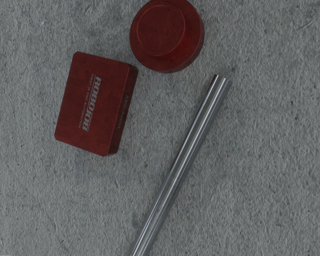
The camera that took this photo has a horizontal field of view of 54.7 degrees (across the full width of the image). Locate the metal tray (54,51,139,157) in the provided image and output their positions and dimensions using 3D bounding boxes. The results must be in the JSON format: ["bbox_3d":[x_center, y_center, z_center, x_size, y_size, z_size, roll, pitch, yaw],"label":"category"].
[{"bbox_3d":[-0.091,-0.034,0.438,0.090,0.030,0.129,17,96,19],"label":"metal tray"}]

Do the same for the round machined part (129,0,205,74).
[{"bbox_3d":[0.005,-0.122,0.398,0.098,0.042,0.097,0,90,20],"label":"round machined part"}]

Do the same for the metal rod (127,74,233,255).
[{"bbox_3d":[0.016,0.073,0.403,0.025,0.025,0.298,28,99,18],"label":"metal rod"}]
